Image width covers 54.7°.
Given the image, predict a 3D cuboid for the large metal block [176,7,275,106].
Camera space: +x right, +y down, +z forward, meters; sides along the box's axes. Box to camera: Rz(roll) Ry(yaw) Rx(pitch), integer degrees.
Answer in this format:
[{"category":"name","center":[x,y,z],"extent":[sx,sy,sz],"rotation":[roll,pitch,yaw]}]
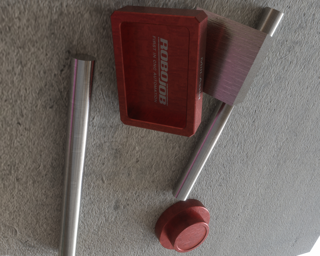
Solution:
[{"category":"large metal block","center":[0.070,-0.080,0.352],"extent":[0.050,0.080,0.079],"rotation":[-19,135,-61]}]

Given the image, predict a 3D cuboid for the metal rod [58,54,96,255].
[{"category":"metal rod","center":[-0.107,0.058,0.384],"extent":[0.025,0.025,0.298],"rotation":[-3,120,-28]}]

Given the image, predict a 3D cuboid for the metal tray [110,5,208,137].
[{"category":"metal tray","center":[0.000,-0.058,0.332],"extent":[0.030,0.090,0.129],"rotation":[-55,150,-52]}]

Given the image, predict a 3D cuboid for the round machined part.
[{"category":"round machined part","center":[0.045,0.173,0.529],"extent":[0.099,0.042,0.097],"rotation":[-14,125,-21]}]

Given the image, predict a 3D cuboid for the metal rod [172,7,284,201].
[{"category":"metal rod","center":[0.089,-0.021,0.444],"extent":[0.025,0.025,0.298],"rotation":[11,113,-34]}]
